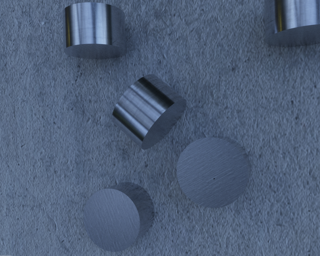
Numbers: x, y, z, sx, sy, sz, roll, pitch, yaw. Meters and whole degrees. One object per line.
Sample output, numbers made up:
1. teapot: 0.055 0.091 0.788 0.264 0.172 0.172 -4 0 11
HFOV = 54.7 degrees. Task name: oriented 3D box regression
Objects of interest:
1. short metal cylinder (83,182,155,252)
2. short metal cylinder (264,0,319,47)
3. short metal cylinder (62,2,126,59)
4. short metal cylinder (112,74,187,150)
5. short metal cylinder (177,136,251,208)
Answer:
1. short metal cylinder: -0.054 0.116 0.415 0.080 0.050 0.080 0 90 20
2. short metal cylinder: 0.152 -0.121 0.326 0.080 0.080 0.050 -2 90 20
3. short metal cylinder: -0.086 -0.125 0.410 0.080 0.080 0.050 -2 89 20
4. short metal cylinder: -0.012 -0.019 0.384 0.050 0.080 0.080 41 103 15
5. short metal cylinder: 0.066 0.050 0.372 0.080 0.050 0.080 0 90 20
